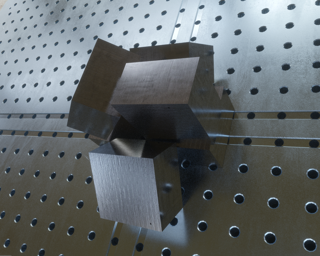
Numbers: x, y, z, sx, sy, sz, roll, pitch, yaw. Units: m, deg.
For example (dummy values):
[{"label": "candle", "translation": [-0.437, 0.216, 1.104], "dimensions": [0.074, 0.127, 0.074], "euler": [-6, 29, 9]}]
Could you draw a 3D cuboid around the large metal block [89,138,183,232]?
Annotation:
[{"label": "large metal block", "translation": [-0.025, 0.059, 0.344], "dimensions": [0.080, 0.050, 0.080], "euler": [2, 107, 29]}]

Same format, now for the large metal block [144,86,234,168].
[{"label": "large metal block", "translation": [0.037, -0.002, 0.374], "dimensions": [0.080, 0.050, 0.080], "euler": [3, 63, 29]}]

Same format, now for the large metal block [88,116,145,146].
[{"label": "large metal block", "translation": [-0.036, -0.006, 0.416], "dimensions": [0.080, 0.050, 0.080], "euler": [7, 65, 31]}]

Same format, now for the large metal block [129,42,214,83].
[{"label": "large metal block", "translation": [0.018, -0.080, 0.404], "dimensions": [0.080, 0.080, 0.050], "euler": [2, 101, 29]}]

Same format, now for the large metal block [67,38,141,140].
[{"label": "large metal block", "translation": [-0.067, -0.041, 0.359], "dimensions": [0.080, 0.050, 0.080], "euler": [136, 152, -63]}]

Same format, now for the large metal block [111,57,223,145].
[{"label": "large metal block", "translation": [0.011, -0.024, 0.319], "dimensions": [0.080, 0.080, 0.050], "euler": [2, 63, 29]}]
